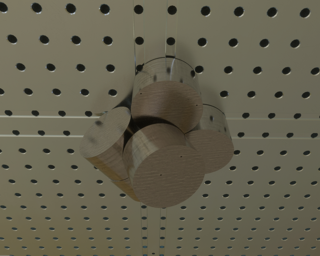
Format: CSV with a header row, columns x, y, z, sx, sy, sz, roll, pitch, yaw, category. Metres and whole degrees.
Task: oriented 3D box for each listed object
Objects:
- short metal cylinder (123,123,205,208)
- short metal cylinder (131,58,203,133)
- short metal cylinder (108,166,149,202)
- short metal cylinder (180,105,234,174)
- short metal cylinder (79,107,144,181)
x,y,z,sx,sy,sz,roll,pitch,yaw,category
0.003,0.041,0.346,0.081,0.050,0.079,-9,119,-16,short metal cylinder
0.008,-0.035,0.364,0.081,0.050,0.079,0,130,0,short metal cylinder
-0.027,0.052,0.419,0.080,0.080,0.050,-27,125,20,short metal cylinder
0.053,0.016,0.408,0.081,0.050,0.079,0,130,0,short metal cylinder
-0.054,0.019,0.391,0.080,0.080,0.050,-27,125,21,short metal cylinder
